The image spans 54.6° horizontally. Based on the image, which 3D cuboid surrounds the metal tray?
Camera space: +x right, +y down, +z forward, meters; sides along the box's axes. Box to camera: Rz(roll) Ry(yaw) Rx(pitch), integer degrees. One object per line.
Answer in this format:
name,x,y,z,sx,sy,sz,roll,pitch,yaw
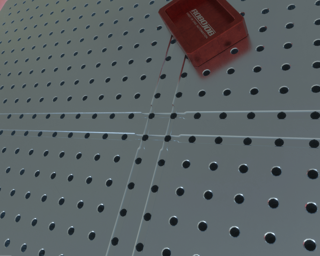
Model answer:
metal tray,0.061,-0.162,0.473,0.090,0.030,0.130,-31,52,8
